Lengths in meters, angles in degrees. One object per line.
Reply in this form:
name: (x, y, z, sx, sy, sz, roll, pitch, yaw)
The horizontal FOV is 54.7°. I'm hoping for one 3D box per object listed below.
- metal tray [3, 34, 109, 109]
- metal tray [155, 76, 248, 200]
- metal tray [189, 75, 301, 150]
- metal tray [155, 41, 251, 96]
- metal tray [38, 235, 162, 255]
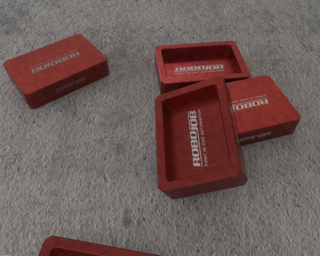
metal tray: (-0.157, -0.091, 0.475, 0.131, 0.030, 0.090, -30, 57, -23)
metal tray: (0.042, 0.009, 0.358, 0.090, 0.030, 0.130, -16, 55, 20)
metal tray: (0.107, -0.022, 0.419, 0.131, 0.030, 0.090, -12, 51, -10)
metal tray: (0.061, -0.092, 0.477, 0.131, 0.030, 0.090, -5, 50, -5)
metal tray: (-0.052, 0.153, 0.270, 0.131, 0.030, 0.090, 8, 50, 6)
